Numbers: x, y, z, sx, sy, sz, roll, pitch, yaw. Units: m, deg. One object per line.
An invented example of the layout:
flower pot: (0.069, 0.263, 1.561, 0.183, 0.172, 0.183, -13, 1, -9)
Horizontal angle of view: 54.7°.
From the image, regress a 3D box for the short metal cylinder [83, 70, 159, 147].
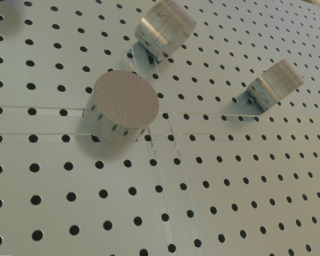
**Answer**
short metal cylinder: (-0.048, -0.024, 0.380, 0.081, 0.050, 0.080, 13, 56, -21)

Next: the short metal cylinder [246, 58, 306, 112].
short metal cylinder: (0.194, -0.071, 0.520, 0.081, 0.080, 0.050, -28, 78, -37)

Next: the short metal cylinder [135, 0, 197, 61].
short metal cylinder: (0.009, -0.147, 0.467, 0.050, 0.080, 0.080, 47, 51, 4)
